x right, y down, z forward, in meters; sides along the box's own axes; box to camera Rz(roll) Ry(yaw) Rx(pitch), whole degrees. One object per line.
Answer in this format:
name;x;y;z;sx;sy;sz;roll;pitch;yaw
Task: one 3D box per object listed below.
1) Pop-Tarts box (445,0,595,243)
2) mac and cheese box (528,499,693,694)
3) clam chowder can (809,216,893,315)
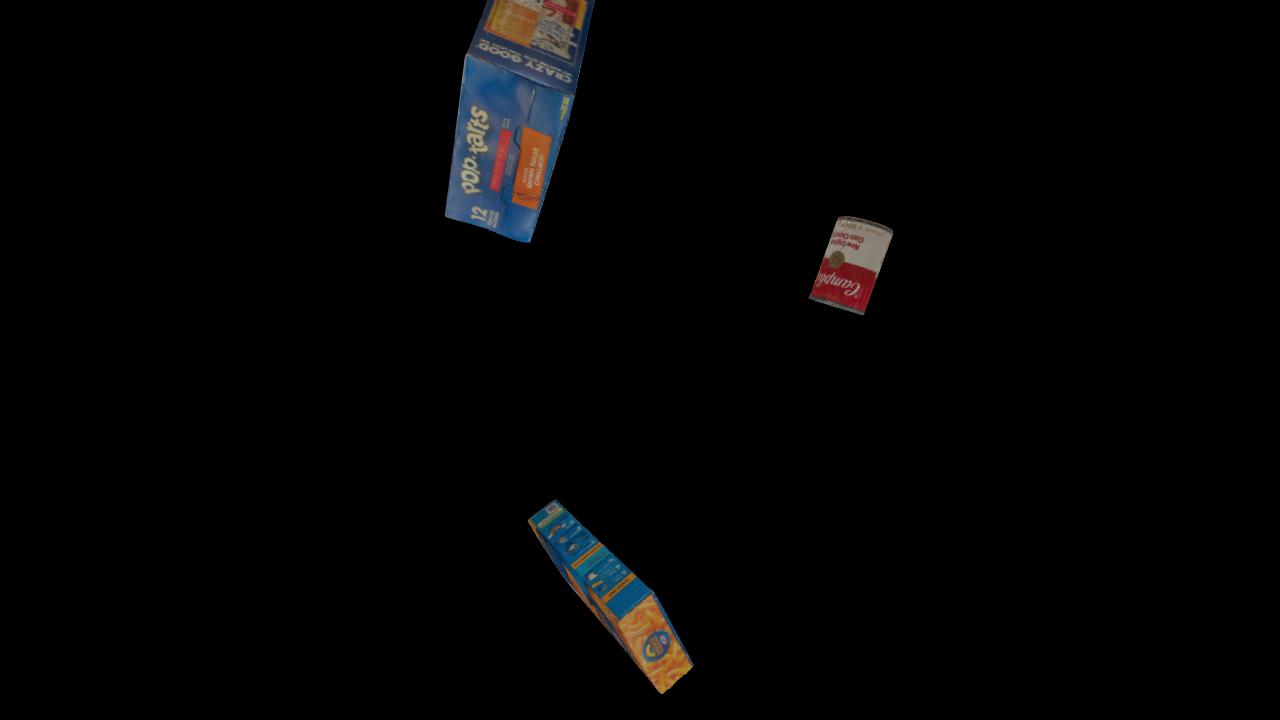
Pop-Tarts box;-0.105;-0.215;0.532;0.083;0.141;0.167;14;-35;-14
mac and cheese box;-0.033;0.202;0.549;0.041;0.093;0.184;-33;26;-21
clam chowder can;0.250;-0.112;0.730;0.068;0.102;0.068;18;8;-3
